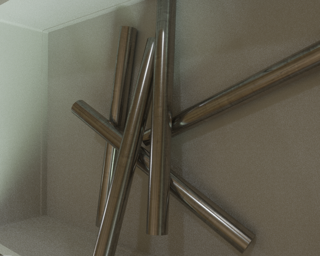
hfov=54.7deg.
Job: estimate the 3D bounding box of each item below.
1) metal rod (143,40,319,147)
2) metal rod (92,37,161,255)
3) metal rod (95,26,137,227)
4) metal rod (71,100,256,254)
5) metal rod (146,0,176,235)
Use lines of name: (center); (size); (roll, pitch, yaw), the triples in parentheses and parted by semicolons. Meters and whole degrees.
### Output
metal rod: (0.091, -0.039, 0.331); (0.299, 0.025, 0.025); (-27, 74, 37)
metal rod: (-0.038, 0.028, 0.383); (0.025, 0.025, 0.299); (3, 75, 40)
metal rod: (-0.066, 0.003, 0.461); (0.025, 0.025, 0.298); (14, 99, 39)
metal rod: (-0.014, 0.046, 0.397); (0.300, 0.025, 0.025); (36, 112, 27)
metal rod: (0.003, -0.028, 0.374); (0.025, 0.025, 0.299); (-6, 77, 40)
